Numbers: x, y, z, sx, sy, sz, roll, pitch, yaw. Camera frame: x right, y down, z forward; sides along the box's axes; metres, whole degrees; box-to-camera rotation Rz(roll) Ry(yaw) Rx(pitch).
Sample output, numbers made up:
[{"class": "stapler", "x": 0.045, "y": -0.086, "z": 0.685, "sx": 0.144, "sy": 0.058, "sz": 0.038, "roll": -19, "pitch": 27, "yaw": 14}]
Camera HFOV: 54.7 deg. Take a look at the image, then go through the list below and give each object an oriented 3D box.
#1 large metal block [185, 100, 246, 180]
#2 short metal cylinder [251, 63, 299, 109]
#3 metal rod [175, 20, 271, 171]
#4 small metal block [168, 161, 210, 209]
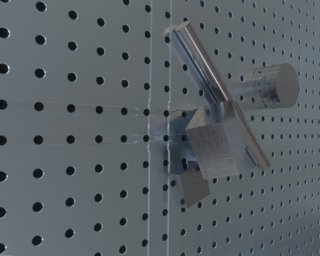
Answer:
[{"class": "large metal block", "x": 0.083, "y": 0.015, "z": 0.443, "sx": 0.080, "sy": 0.050, "sz": 0.080, "roll": 68, "pitch": 28, "yaw": -18}, {"class": "short metal cylinder", "x": 0.213, "y": -0.076, "z": 0.572, "sx": 0.081, "sy": 0.050, "sz": 0.079, "roll": 0, "pitch": 90, "yaw": -40}, {"class": "metal rod", "x": 0.112, "y": -0.037, "z": 0.503, "sx": 0.025, "sy": 0.025, "sz": 0.300, "roll": -52, "pitch": 121, "yaw": -27}, {"class": "small metal block", "x": 0.042, "y": 0.080, "z": 0.446, "sx": 0.050, "sy": 0.025, "sz": 0.050, "roll": -20, "pitch": 103, "yaw": -38}]
